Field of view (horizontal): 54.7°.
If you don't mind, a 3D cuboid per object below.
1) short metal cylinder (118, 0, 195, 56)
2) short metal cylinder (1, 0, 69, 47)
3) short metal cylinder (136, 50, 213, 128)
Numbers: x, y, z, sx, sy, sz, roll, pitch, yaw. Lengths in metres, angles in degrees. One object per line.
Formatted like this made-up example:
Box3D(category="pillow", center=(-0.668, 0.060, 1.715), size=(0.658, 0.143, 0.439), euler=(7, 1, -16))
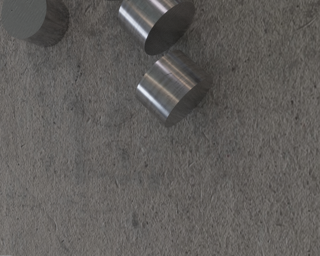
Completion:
Box3D(category="short metal cylinder", center=(-0.004, -0.137, 0.381), size=(0.080, 0.080, 0.050), euler=(-45, 76, 14))
Box3D(category="short metal cylinder", center=(-0.185, -0.166, 0.461), size=(0.080, 0.050, 0.080), euler=(0, 90, 20))
Box3D(category="short metal cylinder", center=(0.017, -0.046, 0.374), size=(0.050, 0.080, 0.080), euler=(45, 104, 14))
